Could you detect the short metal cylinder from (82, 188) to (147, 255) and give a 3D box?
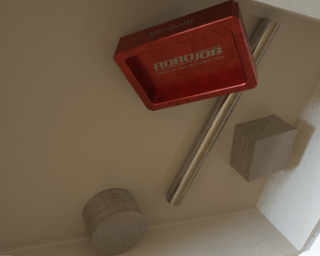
[{"bbox_3d":[-0.065,0.133,0.441,0.081,0.050,0.079,-14,125,-21],"label":"short metal cylinder"}]

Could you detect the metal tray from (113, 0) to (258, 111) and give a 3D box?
[{"bbox_3d":[0.029,-0.070,0.330,0.130,0.030,0.090,-11,137,23],"label":"metal tray"}]

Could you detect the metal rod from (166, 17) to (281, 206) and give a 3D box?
[{"bbox_3d":[0.083,-0.011,0.449,0.025,0.025,0.298,14,111,-34],"label":"metal rod"}]

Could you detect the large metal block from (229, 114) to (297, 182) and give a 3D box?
[{"bbox_3d":[0.166,0.032,0.506,0.081,0.050,0.079,-14,125,-21],"label":"large metal block"}]
